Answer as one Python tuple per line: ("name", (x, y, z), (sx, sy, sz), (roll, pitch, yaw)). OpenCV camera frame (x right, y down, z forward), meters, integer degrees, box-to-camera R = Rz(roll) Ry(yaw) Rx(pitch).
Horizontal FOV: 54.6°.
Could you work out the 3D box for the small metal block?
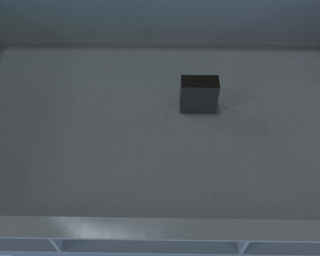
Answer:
("small metal block", (0.053, -0.046, 0.428), (0.050, 0.050, 0.025), (1, 50, 0))
